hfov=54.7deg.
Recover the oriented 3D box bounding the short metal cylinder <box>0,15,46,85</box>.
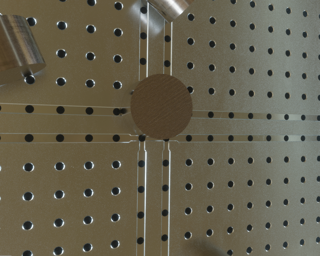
[{"bbox_3d":[-0.168,-0.076,0.321,0.081,0.080,0.050,-24,98,-19],"label":"short metal cylinder"}]

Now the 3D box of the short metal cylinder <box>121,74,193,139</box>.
[{"bbox_3d":[-0.005,-0.026,0.398,0.081,0.050,0.079,0,90,-21],"label":"short metal cylinder"}]

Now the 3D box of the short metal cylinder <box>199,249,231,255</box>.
[{"bbox_3d":[0.086,0.219,0.433,0.081,0.050,0.079,0,90,-21],"label":"short metal cylinder"}]

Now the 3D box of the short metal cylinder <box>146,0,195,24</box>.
[{"bbox_3d":[0.022,-0.180,0.392,0.050,0.080,0.080,42,77,-16],"label":"short metal cylinder"}]
